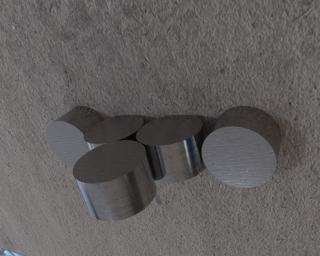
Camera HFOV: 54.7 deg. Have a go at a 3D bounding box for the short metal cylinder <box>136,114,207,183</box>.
[{"bbox_3d":[0.016,0.023,0.379,0.080,0.080,0.050,0,118,28],"label":"short metal cylinder"}]

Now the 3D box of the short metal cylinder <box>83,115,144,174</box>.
[{"bbox_3d":[-0.055,0.022,0.415,0.080,0.080,0.050,0,119,28],"label":"short metal cylinder"}]

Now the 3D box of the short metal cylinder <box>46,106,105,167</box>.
[{"bbox_3d":[-0.120,0.013,0.464,0.080,0.050,0.079,13,124,20],"label":"short metal cylinder"}]

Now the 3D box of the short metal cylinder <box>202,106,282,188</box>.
[{"bbox_3d":[0.094,0.021,0.355,0.080,0.050,0.079,13,124,20],"label":"short metal cylinder"}]

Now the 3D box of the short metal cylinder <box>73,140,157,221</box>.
[{"bbox_3d":[-0.049,0.056,0.343,0.080,0.080,0.050,1,120,28],"label":"short metal cylinder"}]
